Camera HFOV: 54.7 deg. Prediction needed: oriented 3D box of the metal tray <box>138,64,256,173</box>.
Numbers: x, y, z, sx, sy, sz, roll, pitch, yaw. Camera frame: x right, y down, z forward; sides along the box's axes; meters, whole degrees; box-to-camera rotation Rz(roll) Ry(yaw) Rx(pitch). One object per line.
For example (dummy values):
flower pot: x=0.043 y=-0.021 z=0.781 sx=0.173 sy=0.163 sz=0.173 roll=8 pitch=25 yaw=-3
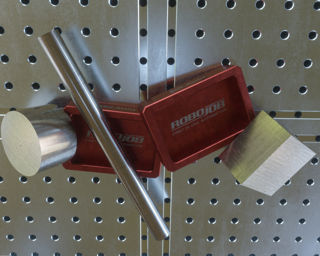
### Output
metal tray: x=0.050 y=-0.013 z=0.386 sx=0.131 sy=0.030 sz=0.090 roll=-25 pitch=109 yaw=-9

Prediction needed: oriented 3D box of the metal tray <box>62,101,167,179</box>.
metal tray: x=-0.061 y=0.016 z=0.415 sx=0.131 sy=0.030 sz=0.089 roll=6 pitch=110 yaw=-3

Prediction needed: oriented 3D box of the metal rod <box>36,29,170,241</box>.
metal rod: x=-0.061 y=0.023 z=0.389 sx=0.025 sy=0.025 sz=0.299 roll=-24 pitch=109 yaw=8

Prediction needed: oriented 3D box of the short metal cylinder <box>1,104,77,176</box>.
short metal cylinder: x=-0.150 y=0.013 z=0.384 sx=0.080 sy=0.050 sz=0.079 roll=10 pitch=109 yaw=33

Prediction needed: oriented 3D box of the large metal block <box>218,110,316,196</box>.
large metal block: x=0.137 y=0.035 z=0.395 sx=0.080 sy=0.050 sz=0.080 roll=25 pitch=112 yaw=-42
